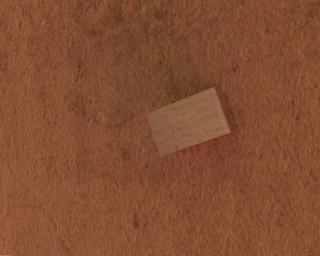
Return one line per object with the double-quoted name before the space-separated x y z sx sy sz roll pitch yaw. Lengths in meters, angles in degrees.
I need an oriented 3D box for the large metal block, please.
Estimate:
"large metal block" 0.042 -0.006 0.365 0.080 0.080 0.050 -21 83 19
